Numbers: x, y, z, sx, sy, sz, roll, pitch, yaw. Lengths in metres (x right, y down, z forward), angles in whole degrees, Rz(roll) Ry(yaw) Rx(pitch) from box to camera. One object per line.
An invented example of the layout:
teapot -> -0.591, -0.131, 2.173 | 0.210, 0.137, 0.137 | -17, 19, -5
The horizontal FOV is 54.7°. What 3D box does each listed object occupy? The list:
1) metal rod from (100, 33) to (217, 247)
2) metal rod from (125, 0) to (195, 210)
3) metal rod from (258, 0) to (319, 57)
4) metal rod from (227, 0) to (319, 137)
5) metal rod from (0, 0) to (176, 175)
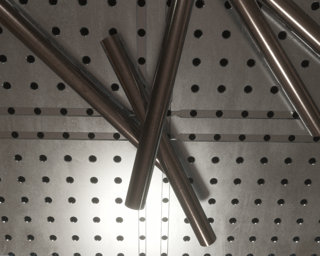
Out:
metal rod -> 0.003, 0.024, 0.401 | 0.025, 0.025, 0.299 | -24, 101, 8
metal rod -> 0.003, -0.048, 0.363 | 0.025, 0.025, 0.298 | 13, 97, -5
metal rod -> 0.213, -0.092, 0.382 | 0.301, 0.025, 0.025 | 35, 106, -13
metal rod -> 0.124, -0.105, 0.366 | 0.025, 0.025, 0.300 | -36, 111, 12
metal rod -> -0.086, -0.043, 0.396 | 0.025, 0.025, 0.300 | -42, 105, 13
